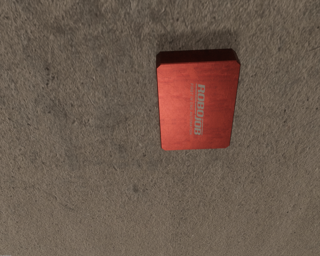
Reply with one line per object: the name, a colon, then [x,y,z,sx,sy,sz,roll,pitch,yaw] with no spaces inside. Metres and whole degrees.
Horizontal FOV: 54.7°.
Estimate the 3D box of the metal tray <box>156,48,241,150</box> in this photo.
metal tray: [0.044,-0.030,0.379,0.091,0.030,0.129,-2,130,1]
